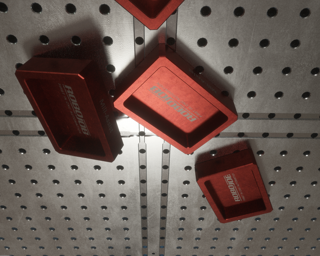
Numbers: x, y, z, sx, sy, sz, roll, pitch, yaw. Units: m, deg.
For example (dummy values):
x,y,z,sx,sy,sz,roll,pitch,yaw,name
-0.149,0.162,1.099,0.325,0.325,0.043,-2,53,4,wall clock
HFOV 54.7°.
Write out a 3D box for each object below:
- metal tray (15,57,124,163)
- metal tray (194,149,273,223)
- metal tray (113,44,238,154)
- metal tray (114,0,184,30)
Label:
x,y,z,sx,sy,sz,roll,pitch,yaw,name
-0.103,-0.019,0.371,0.090,0.030,0.129,7,133,21,metal tray
0.119,0.097,0.492,0.090,0.030,0.130,-19,128,15,metal tray
0.020,-0.029,0.383,0.130,0.030,0.090,34,122,-26,metal tray
0.004,-0.163,0.269,0.090,0.030,0.130,34,122,-26,metal tray
